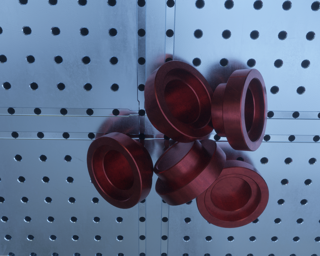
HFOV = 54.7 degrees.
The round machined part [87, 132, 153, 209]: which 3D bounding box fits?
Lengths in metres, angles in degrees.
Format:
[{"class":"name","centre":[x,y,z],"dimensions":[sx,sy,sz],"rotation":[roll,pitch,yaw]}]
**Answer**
[{"class":"round machined part","centre":[-0.047,0.052,0.406],"dimensions":[0.098,0.042,0.097],"rotation":[14,114,35]}]

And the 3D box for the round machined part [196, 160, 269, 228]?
[{"class":"round machined part","centre":[0.099,0.089,0.439],"dimensions":[0.099,0.042,0.097],"rotation":[0,110,-1]}]

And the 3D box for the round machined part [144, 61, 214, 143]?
[{"class":"round machined part","centre":[0.021,-0.028,0.375],"dimensions":[0.098,0.098,0.042],"rotation":[46,139,-15]}]

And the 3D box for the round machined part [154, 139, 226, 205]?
[{"class":"round machined part","centre":[0.031,0.047,0.393],"dimensions":[0.098,0.098,0.042],"rotation":[-38,104,12]}]

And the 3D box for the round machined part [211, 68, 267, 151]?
[{"class":"round machined part","centre":[0.095,-0.022,0.377],"dimensions":[0.042,0.099,0.097],"rotation":[2,114,35]}]
